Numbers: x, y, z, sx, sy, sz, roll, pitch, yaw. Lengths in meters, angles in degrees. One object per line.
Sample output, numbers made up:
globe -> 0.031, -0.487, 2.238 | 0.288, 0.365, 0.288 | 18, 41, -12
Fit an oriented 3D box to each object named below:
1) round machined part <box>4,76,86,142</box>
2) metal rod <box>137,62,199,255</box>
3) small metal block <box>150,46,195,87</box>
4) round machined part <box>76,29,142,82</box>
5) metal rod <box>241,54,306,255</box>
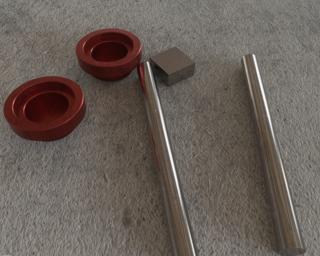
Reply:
round machined part -> -0.147, -0.021, 0.409 | 0.099, 0.042, 0.098 | 0, 50, 0
metal rod -> 0.002, 0.020, 0.386 | 0.025, 0.025, 0.300 | -7, 50, -6
small metal block -> 0.019, -0.097, 0.485 | 0.050, 0.025, 0.050 | -28, 56, -22
round machined part -> -0.078, -0.110, 0.485 | 0.099, 0.042, 0.098 | 0, 50, 0
metal rod -> 0.136, 0.006, 0.398 | 0.025, 0.025, 0.300 | 2, 50, 1
